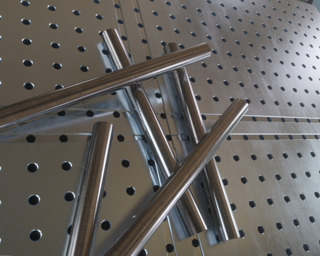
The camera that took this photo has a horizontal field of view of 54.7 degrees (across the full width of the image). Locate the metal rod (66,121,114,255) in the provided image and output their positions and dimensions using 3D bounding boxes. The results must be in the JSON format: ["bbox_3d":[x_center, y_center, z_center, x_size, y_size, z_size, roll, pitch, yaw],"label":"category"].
[{"bbox_3d":[-0.077,0.124,0.291,0.025,0.025,0.300,17,55,-19],"label":"metal rod"}]

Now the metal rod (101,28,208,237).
[{"bbox_3d":[-0.014,-0.008,0.406,0.025,0.025,0.299,-12,68,-34],"label":"metal rod"}]

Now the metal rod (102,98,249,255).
[{"bbox_3d":[0.035,0.048,0.365,0.025,0.025,0.302,44,51,2],"label":"metal rod"}]

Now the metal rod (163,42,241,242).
[{"bbox_3d":[0.051,0.003,0.435,0.025,0.025,0.299,0,62,-29],"label":"metal rod"}]

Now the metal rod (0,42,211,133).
[{"bbox_3d":[-0.054,-0.059,0.388,0.302,0.025,0.025,-25,75,-28],"label":"metal rod"}]
